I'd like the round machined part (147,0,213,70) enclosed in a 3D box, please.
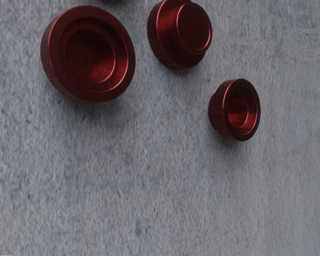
[{"bbox_3d":[0.034,-0.132,0.424,0.099,0.042,0.097,0,90,-40],"label":"round machined part"}]

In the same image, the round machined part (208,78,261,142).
[{"bbox_3d":[0.114,-0.028,0.492,0.099,0.042,0.097,0,90,-40],"label":"round machined part"}]

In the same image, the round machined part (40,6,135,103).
[{"bbox_3d":[-0.078,-0.074,0.329,0.099,0.042,0.097,0,90,-40],"label":"round machined part"}]
